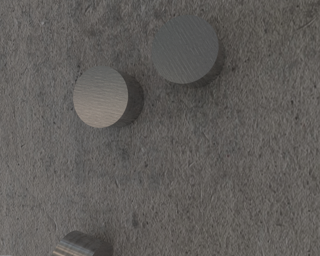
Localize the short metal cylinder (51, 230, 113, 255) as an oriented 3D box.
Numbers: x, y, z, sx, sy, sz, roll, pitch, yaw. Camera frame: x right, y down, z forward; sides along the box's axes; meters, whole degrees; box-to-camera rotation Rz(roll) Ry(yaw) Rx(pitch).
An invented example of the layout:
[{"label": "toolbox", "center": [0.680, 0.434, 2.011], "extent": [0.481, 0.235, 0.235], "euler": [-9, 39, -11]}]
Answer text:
[{"label": "short metal cylinder", "center": [-0.107, 0.186, 0.417], "extent": [0.050, 0.080, 0.080], "euler": [14, 95, 19]}]

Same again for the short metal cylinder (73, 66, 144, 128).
[{"label": "short metal cylinder", "center": [-0.069, -0.040, 0.420], "extent": [0.080, 0.050, 0.080], "euler": [0, 90, 20]}]

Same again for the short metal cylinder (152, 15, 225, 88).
[{"label": "short metal cylinder", "center": [0.036, -0.091, 0.383], "extent": [0.080, 0.050, 0.080], "euler": [0, 90, 20]}]
